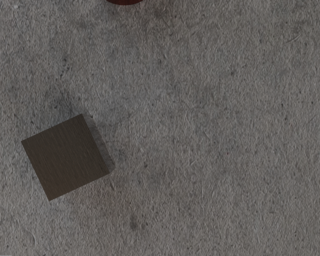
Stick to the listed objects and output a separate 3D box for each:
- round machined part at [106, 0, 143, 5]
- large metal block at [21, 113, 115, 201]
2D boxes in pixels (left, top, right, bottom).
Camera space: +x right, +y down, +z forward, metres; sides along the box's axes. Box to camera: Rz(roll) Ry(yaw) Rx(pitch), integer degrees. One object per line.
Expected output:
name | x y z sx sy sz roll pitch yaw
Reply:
round machined part | -0.048 -0.215 0.401 0.099 0.042 0.097 0 90 0
large metal block | -0.113 0.035 0.396 0.080 0.050 0.080 -25 90 0
